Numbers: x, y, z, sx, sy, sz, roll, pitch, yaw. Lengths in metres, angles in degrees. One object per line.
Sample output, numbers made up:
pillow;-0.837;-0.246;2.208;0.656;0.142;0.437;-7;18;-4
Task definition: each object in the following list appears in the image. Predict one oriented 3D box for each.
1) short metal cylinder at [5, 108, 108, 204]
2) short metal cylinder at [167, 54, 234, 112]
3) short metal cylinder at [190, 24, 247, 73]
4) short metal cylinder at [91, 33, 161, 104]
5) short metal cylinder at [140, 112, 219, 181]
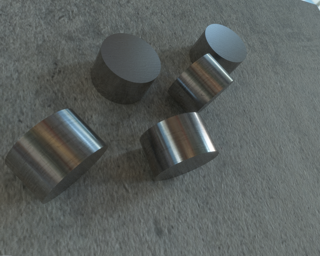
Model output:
short metal cylinder;-0.098;0.027;0.300;0.050;0.080;0.080;46;51;3
short metal cylinder;0.057;-0.058;0.437;0.050;0.080;0.080;48;51;5
short metal cylinder;0.097;-0.126;0.520;0.081;0.050;0.080;14;56;-21
short metal cylinder;-0.046;-0.078;0.412;0.081;0.050;0.080;14;56;-21
short metal cylinder;0.022;0.023;0.368;0.081;0.080;0.050;-10;67;-33
